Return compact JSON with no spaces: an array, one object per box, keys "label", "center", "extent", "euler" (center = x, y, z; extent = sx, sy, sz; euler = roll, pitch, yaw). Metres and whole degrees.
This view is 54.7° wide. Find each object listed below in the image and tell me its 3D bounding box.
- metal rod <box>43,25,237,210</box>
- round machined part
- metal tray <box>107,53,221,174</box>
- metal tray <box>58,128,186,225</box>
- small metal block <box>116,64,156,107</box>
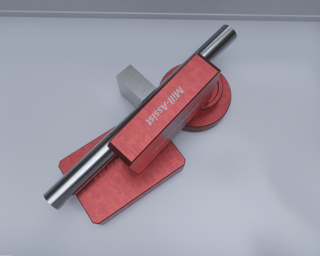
[{"label":"metal rod","center":[-0.016,-0.020,0.374],"extent":[0.025,0.025,0.301],"euler":[43,79,13]},{"label":"round machined part","center":[0.047,-0.047,0.416],"extent":[0.099,0.042,0.098],"euler":[0,70,-1]},{"label":"metal tray","center":[0.007,-0.011,0.337],"extent":[0.030,0.090,0.130],"euler":[42,82,11]},{"label":"metal tray","center":[-0.046,0.047,0.388],"extent":[0.131,0.030,0.090],"euler":[-33,74,-12]},{"label":"small metal block","center":[-0.029,-0.049,0.412],"extent":[0.025,0.050,0.050],"euler":[-43,76,-14]}]
